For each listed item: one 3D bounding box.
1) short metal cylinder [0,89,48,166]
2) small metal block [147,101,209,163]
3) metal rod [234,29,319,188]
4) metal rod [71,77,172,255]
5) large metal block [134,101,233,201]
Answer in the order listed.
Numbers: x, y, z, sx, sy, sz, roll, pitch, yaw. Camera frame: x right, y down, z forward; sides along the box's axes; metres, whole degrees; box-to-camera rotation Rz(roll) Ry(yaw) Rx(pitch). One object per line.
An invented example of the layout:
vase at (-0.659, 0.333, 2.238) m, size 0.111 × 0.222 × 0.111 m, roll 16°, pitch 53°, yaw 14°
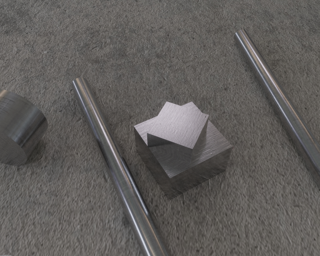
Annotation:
short metal cylinder at (-0.183, 0.001, 0.366) m, size 0.080 × 0.080 × 0.050 m, roll 12°, pitch 51°, yaw 9°
small metal block at (0.020, 0.003, 0.336) m, size 0.050 × 0.025 × 0.050 m, roll 19°, pitch 53°, yaw 15°
metal rod at (0.167, -0.048, 0.444) m, size 0.025 × 0.025 × 0.300 m, roll -8°, pitch 50°, yaw -7°
metal rod at (-0.054, 0.039, 0.369) m, size 0.025 × 0.025 × 0.300 m, roll -20°, pitch 53°, yaw -16°
large metal block at (0.025, 0.025, 0.366) m, size 0.081 × 0.050 × 0.080 m, roll -24°, pitch 54°, yaw -19°
